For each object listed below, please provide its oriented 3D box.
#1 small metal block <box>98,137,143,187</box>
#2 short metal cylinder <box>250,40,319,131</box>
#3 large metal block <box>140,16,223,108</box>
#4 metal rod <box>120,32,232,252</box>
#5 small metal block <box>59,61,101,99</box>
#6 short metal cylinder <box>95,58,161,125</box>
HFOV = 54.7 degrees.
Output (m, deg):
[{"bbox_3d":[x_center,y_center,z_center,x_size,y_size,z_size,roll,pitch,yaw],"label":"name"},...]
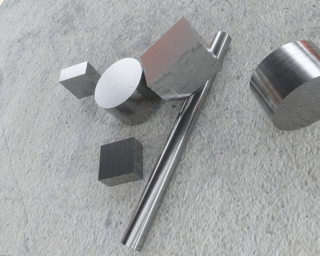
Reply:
[{"bbox_3d":[-0.050,0.044,0.403,0.050,0.025,0.050,-15,55,19],"label":"small metal block"},{"bbox_3d":[0.142,-0.042,0.320,0.080,0.080,0.050,-28,52,10],"label":"short metal cylinder"},{"bbox_3d":[0.025,-0.087,0.405,0.080,0.050,0.080,-39,35,20],"label":"large metal block"},{"bbox_3d":[0.028,0.002,0.387,0.025,0.025,0.300,13,68,33],"label":"metal rod"},{"bbox_3d":[-0.124,-0.076,0.500,0.050,0.050,0.025,-13,57,21],"label":"small metal block"},{"bbox_3d":[-0.044,-0.051,0.436,0.080,0.050,0.080,-18,55,27],"label":"short metal cylinder"}]
